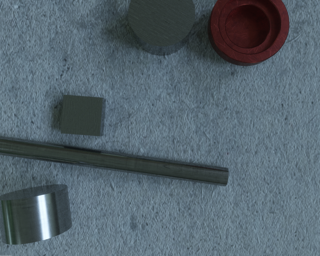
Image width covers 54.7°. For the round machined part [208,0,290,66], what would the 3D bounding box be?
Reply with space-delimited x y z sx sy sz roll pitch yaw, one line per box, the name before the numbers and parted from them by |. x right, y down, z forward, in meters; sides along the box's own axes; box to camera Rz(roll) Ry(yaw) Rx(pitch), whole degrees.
round machined part | 0.111 -0.129 0.402 0.099 0.042 0.097 0 90 0

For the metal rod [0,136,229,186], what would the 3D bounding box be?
metal rod | -0.062 0.044 0.409 0.302 0.025 0.025 8 90 0

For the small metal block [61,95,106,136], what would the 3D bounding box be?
small metal block | -0.100 -0.016 0.409 0.050 0.025 0.050 4 90 0

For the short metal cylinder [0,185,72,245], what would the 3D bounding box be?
short metal cylinder | -0.153 0.103 0.381 0.080 0.080 0.050 -7 90 0

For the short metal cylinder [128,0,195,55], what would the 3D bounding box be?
short metal cylinder | 0.002 -0.138 0.397 0.081 0.050 0.079 0 90 0
